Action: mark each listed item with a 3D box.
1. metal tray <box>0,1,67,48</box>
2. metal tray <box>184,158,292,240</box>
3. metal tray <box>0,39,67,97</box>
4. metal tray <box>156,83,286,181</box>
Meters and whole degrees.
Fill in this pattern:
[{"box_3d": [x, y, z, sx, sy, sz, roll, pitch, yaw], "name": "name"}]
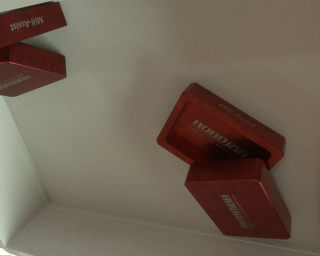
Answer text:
[{"box_3d": [-0.187, -0.116, 0.365, 0.090, 0.131, 0.030, -1, 118, 28], "name": "metal tray"}, {"box_3d": [0.099, 0.091, 0.382, 0.090, 0.030, 0.130, -9, 132, 34], "name": "metal tray"}, {"box_3d": [-0.205, -0.076, 0.423, 0.130, 0.090, 0.030, -11, 80, 32], "name": "metal tray"}, {"box_3d": [0.070, 0.016, 0.377, 0.130, 0.030, 0.089, 33, 129, 6], "name": "metal tray"}]
